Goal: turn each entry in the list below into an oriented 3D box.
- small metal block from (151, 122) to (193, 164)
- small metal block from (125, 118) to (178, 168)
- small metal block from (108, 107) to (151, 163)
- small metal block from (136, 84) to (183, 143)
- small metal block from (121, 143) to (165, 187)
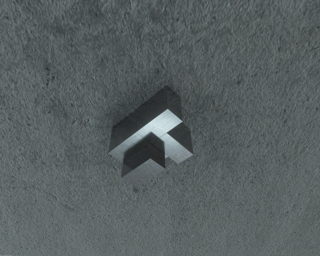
[{"bbox_3d":[0.016,0.010,0.401,0.025,0.050,0.050,-35,122,26],"label":"small metal block"},{"bbox_3d":[-0.012,0.022,0.427,0.050,0.025,0.050,-35,122,25],"label":"small metal block"},{"bbox_3d":[-0.038,0.009,0.399,0.050,0.050,0.025,-36,122,26],"label":"small metal block"},{"bbox_3d":[-0.001,-0.017,0.377,0.050,0.050,0.025,-36,122,26],"label":"small metal block"},{"bbox_3d":[-0.021,0.039,0.392,0.050,0.050,0.025,-36,122,26],"label":"small metal block"}]
